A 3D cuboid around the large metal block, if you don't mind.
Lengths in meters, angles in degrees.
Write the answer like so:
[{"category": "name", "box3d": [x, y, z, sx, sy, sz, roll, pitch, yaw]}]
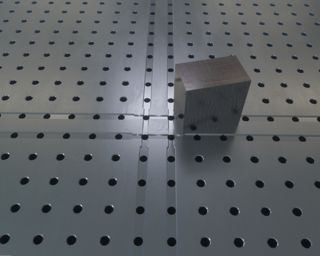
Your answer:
[{"category": "large metal block", "box3d": [0.064, -0.043, 0.408, 0.081, 0.080, 0.050, -10, 51, -8]}]
